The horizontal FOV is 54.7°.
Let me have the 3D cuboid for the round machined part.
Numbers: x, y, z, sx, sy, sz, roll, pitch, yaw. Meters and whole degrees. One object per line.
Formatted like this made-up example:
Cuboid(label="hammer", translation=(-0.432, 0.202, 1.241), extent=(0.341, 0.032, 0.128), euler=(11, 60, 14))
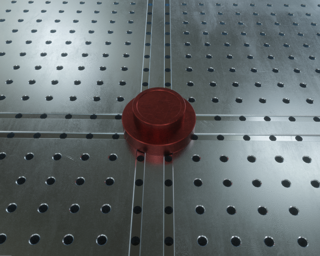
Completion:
Cuboid(label="round machined part", translation=(-0.001, -0.016, 0.410), extent=(0.099, 0.042, 0.098), euler=(0, 50, 0))
